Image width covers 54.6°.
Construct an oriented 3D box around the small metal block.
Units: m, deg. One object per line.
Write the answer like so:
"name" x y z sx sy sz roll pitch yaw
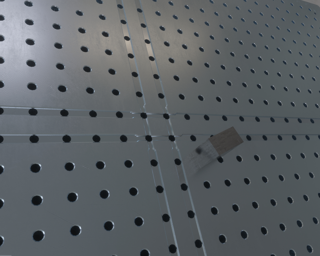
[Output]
"small metal block" 0.075 0.027 0.415 0.050 0.050 0.025 -22 74 -36
